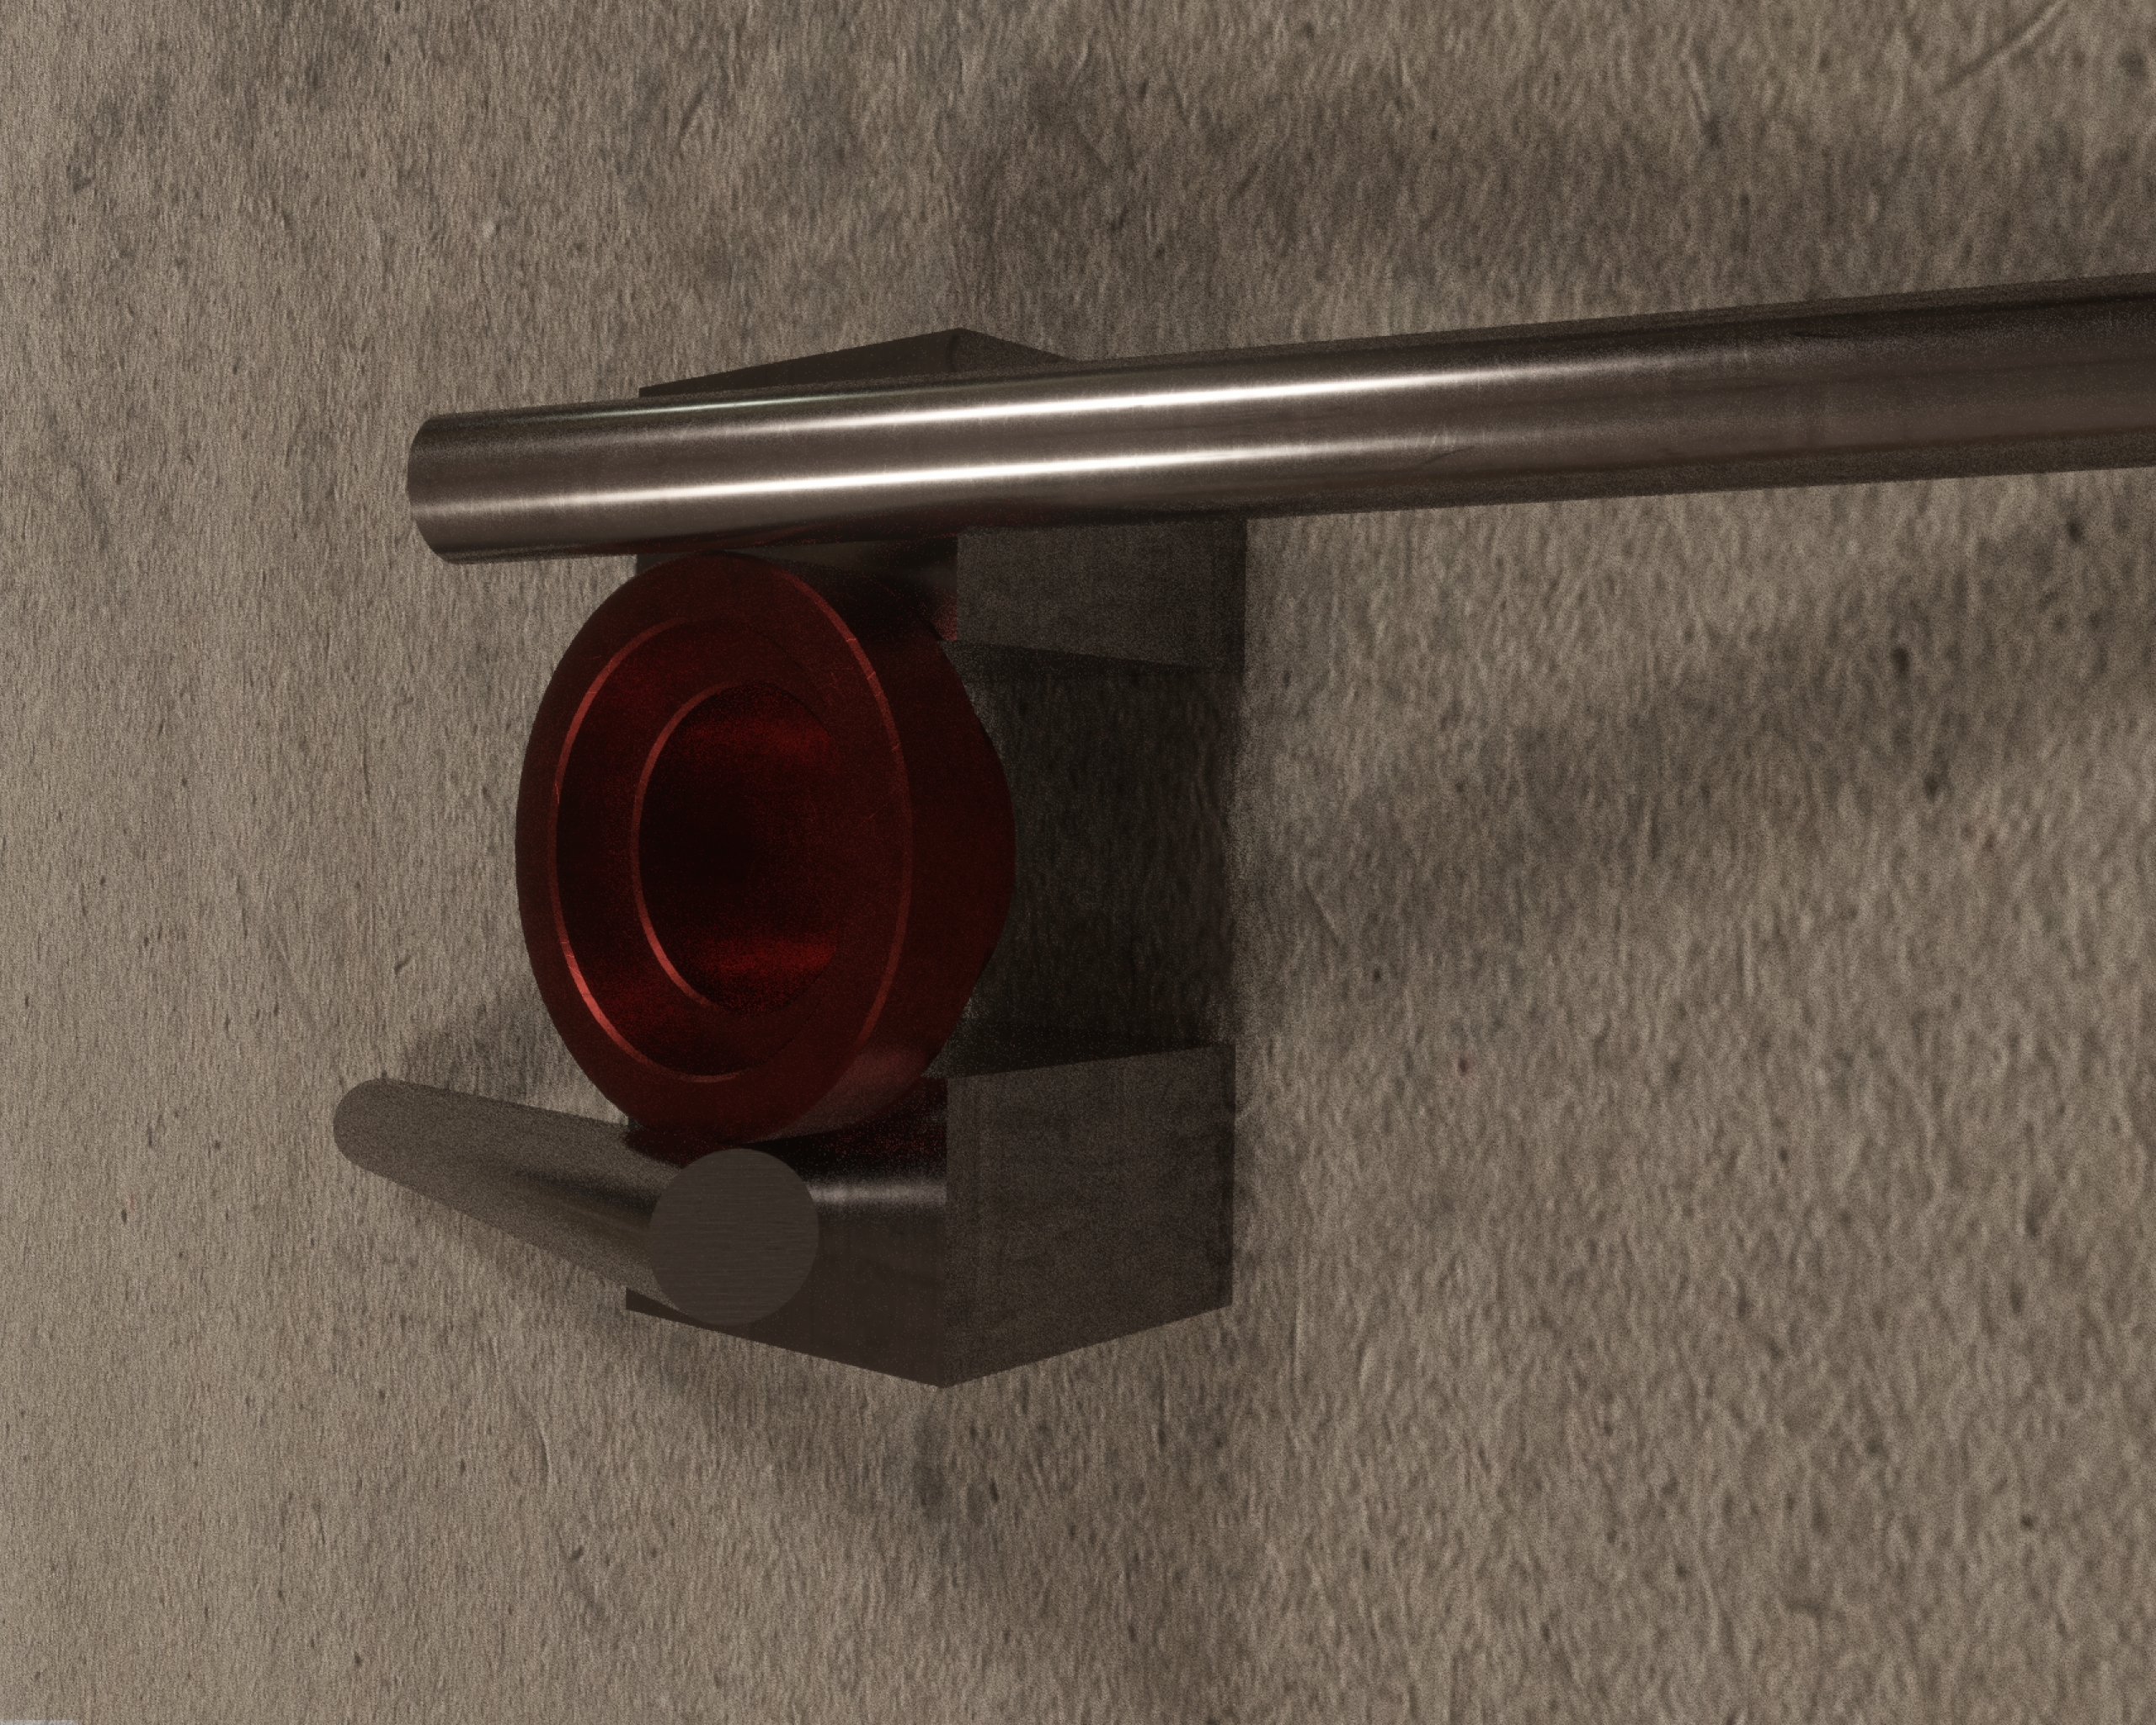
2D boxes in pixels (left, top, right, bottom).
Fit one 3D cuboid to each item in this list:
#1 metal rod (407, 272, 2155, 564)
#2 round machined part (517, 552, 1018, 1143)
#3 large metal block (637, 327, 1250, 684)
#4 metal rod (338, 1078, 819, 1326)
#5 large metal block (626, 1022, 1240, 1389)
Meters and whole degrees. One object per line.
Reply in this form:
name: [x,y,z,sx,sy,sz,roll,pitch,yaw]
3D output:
metal rod: [0.040,-0.063,0.302,0.301,0.025,0.025,0,90,17]
round machined part: [-0.049,-0.002,0.357,0.098,0.042,0.097,0,90,39]
large metal block: [-0.024,-0.061,0.388,0.080,0.081,0.050,2,91,39]
metal rod: [-0.118,0.062,0.429,0.299,0.025,0.025,-7,85,62]
large metal block: [-0.026,0.058,0.390,0.080,0.081,0.050,2,91,39]
